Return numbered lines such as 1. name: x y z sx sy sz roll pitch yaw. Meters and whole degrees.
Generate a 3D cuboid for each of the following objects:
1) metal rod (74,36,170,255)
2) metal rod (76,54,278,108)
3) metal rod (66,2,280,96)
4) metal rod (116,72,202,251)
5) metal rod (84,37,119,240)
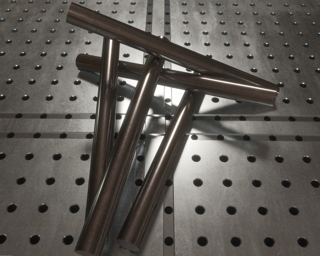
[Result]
1. metal rod: -0.032 -0.004 0.365 0.025 0.025 0.300 10 55 8
2. metal rod: 0.008 -0.072 0.441 0.301 0.025 0.025 15 51 21
3. metal rod: 0.029 -0.095 0.414 0.302 0.025 0.025 18 48 -16
4. metal rod: 0.020 0.009 0.399 0.025 0.025 0.301 16 52 13
5. metal rod: -0.069 -0.016 0.394 0.025 0.025 0.299 -1 58 -1
